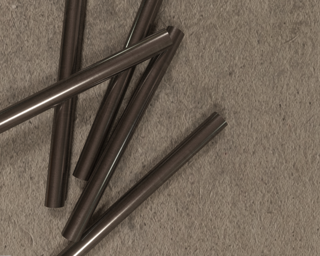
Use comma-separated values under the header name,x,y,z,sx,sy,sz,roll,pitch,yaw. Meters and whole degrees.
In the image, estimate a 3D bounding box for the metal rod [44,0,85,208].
name,x,y,z,sx,sy,sz,roll,pitch,yaw
metal rod,-0.124,-0.046,0.408,0.025,0.025,0.298,6,90,-1

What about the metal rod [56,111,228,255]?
name,x,y,z,sx,sy,sz,roll,pitch,yaw
metal rod,-0.030,0.088,0.409,0.300,0.025,0.025,-42,91,-1

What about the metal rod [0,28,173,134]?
name,x,y,z,sx,sy,sz,roll,pitch,yaw
metal rod,-0.124,-0.044,0.382,0.301,0.025,0.025,-27,90,-1

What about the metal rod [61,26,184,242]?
name,x,y,z,sx,sy,sz,roll,pitch,yaw
metal rod,-0.046,0.005,0.402,0.025,0.025,0.299,27,87,-1

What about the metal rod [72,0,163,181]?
name,x,y,z,sx,sy,sz,roll,pitch,yaw
metal rod,-0.048,-0.074,0.409,0.025,0.025,0.299,22,90,-1
